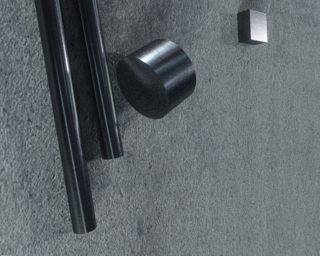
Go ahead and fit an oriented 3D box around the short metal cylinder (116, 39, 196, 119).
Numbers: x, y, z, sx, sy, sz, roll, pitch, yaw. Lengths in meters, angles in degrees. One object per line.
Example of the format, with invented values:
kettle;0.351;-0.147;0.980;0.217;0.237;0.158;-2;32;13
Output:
short metal cylinder;-0.005;-0.057;0.365;0.050;0.080;0.080;-40;115;-33

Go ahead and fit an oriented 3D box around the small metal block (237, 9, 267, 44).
small metal block;0.161;-0.174;0.540;0.050;0.025;0.050;-6;94;-40

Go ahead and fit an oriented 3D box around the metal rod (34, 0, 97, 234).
metal rod;-0.100;-0.038;0.320;0.025;0.025;0.298;-13;98;-39

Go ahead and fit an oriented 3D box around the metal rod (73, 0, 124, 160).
metal rod;-0.077;-0.113;0.339;0.025;0.025;0.298;-15;100;-39
